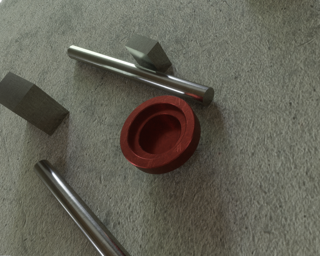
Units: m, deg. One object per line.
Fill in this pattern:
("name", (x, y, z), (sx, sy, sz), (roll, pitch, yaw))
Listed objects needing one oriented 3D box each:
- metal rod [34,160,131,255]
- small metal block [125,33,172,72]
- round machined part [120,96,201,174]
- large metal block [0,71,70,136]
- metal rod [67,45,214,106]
("metal rod", (-0.075, 0.124, 0.365), (0.300, 0.025, 0.025), (34, 81, 38))
("small metal block", (-0.017, -0.109, 0.462), (0.050, 0.050, 0.025), (31, 79, 37))
("round machined part", (0.004, 0.012, 0.383), (0.098, 0.042, 0.098), (-13, 56, 20))
("large metal block", (-0.209, -0.039, 0.500), (0.080, 0.080, 0.050), (24, 75, 36))
("metal rod", (-0.049, -0.090, 0.482), (0.300, 0.025, 0.025), (24, 75, 36))
